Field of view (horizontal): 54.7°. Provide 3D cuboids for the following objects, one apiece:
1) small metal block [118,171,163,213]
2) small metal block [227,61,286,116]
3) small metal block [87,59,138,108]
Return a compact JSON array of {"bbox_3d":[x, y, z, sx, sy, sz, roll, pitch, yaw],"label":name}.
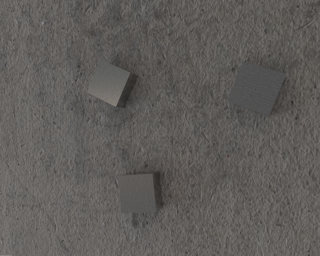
[{"bbox_3d":[-0.026,0.086,0.418,0.050,0.025,0.050,-7,88,19],"label":"small metal block"},{"bbox_3d":[0.115,-0.046,0.368,0.050,0.025,0.050,22,97,18],"label":"small metal block"},{"bbox_3d":[-0.066,-0.062,0.432,0.050,0.025,0.050,27,99,18],"label":"small metal block"}]
